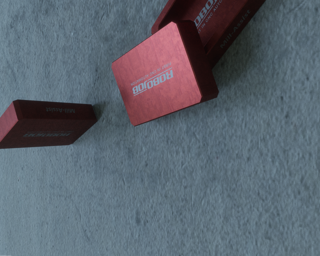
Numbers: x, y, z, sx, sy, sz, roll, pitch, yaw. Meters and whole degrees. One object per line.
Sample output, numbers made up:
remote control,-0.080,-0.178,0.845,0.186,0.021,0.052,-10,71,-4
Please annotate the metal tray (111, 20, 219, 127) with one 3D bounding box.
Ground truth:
metal tray,0.000,-0.060,0.373,0.130,0.030,0.090,-18,92,48

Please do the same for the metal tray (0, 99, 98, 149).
metal tray,-0.175,-0.004,0.478,0.090,0.131,0.030,-36,68,34

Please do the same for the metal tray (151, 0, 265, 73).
metal tray,0.056,-0.137,0.354,0.090,0.030,0.129,52,120,27
